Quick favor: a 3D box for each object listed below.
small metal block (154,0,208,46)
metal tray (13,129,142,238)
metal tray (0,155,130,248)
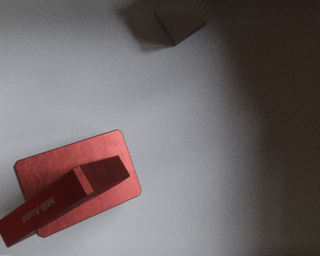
[{"bbox_3d":[0.027,-0.146,0.412,0.050,0.025,0.050,-35,90,0],"label":"small metal block"},{"bbox_3d":[-0.097,0.063,0.378,0.131,0.030,0.090,-19,91,-29],"label":"metal tray"},{"bbox_3d":[-0.108,0.082,0.357,0.130,0.090,0.030,-34,81,18],"label":"metal tray"}]
